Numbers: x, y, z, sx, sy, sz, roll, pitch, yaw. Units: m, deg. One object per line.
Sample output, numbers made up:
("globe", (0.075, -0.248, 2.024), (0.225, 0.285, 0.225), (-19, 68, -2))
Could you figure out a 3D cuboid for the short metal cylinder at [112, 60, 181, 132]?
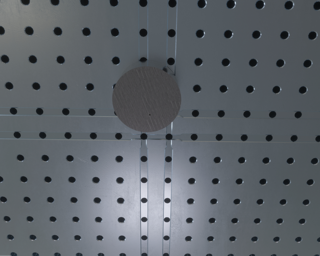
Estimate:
("short metal cylinder", (-0.015, -0.041, 0.385), (0.081, 0.050, 0.079), (0, 110, 0))
